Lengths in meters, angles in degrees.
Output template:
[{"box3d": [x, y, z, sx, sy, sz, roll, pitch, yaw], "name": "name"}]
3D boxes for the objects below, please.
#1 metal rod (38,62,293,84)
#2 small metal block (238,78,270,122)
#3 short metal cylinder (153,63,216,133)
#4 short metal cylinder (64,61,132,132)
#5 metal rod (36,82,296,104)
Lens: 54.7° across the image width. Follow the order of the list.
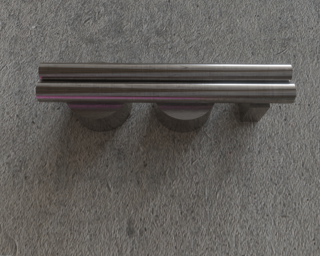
[{"box3d": [0.007, -0.067, 0.380, 0.302, 0.025, 0.025, 0, 70, 0], "name": "metal rod"}, {"box3d": [0.122, -0.040, 0.413, 0.025, 0.050, 0.050, -1, 70, -1], "name": "small metal block"}, {"box3d": [0.031, -0.039, 0.411, 0.081, 0.050, 0.080, 0, 70, 0], "name": "short metal cylinder"}, {"box3d": [-0.079, -0.040, 0.409, 0.081, 0.050, 0.080, 0, 70, 0], "name": "short metal cylinder"}, {"box3d": [0.007, -0.042, 0.371, 0.302, 0.025, 0.025, 0, 70, 0], "name": "metal rod"}]
